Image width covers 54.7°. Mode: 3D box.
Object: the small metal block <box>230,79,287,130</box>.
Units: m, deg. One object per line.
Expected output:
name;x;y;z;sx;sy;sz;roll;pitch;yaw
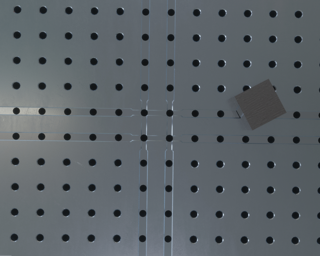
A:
small metal block;0.131;-0.030;0.414;0.050;0.025;0.050;-28;90;0
